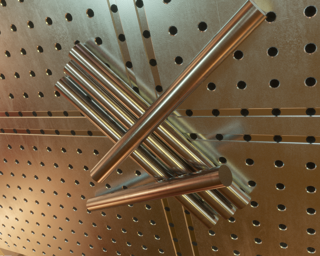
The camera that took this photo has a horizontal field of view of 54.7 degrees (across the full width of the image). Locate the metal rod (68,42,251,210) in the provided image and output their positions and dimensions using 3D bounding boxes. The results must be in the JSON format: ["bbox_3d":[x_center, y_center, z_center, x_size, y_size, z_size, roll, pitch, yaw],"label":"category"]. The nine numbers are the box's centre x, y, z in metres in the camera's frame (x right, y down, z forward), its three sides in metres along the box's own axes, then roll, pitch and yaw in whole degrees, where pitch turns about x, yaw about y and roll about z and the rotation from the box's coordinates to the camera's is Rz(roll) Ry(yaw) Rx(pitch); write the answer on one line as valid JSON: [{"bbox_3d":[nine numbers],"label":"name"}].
[{"bbox_3d":[0.001,-0.002,0.408,0.300,0.025,0.025,42,129,-2],"label":"metal rod"}]

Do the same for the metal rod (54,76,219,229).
[{"bbox_3d":[-0.032,0.036,0.449,0.300,0.025,0.025,43,129,-2],"label":"metal rod"}]

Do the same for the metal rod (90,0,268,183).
[{"bbox_3d":[0.002,-0.023,0.368,0.025,0.025,0.299,44,121,-2],"label":"metal rod"}]

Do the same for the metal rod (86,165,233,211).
[{"bbox_3d":[-0.024,0.096,0.455,0.299,0.025,0.025,-23,106,45],"label":"metal rod"}]

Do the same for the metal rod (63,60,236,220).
[{"bbox_3d":[-0.012,0.016,0.426,0.300,0.025,0.025,43,129,-2],"label":"metal rod"}]
